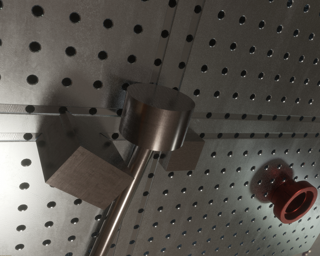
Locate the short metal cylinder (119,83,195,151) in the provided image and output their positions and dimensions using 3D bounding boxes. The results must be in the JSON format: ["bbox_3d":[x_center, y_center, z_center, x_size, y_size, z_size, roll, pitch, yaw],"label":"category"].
[{"bbox_3d":[-0.004,-0.015,0.366,0.081,0.080,0.050,0,118,-29],"label":"short metal cylinder"}]

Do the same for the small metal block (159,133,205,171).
[{"bbox_3d":[0.031,0.035,0.452,0.050,0.025,0.050,2,118,-30],"label":"small metal block"}]

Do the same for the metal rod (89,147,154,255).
[{"bbox_3d":[-0.071,0.141,0.461,0.025,0.025,0.298,11,113,-34],"label":"metal rod"}]

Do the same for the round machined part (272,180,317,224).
[{"bbox_3d":[0.275,0.148,0.646,0.099,0.042,0.097,-14,125,-21],"label":"round machined part"}]

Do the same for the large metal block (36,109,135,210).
[{"bbox_3d":[-0.086,0.036,0.352,0.050,0.080,0.080,-46,130,4],"label":"large metal block"}]
